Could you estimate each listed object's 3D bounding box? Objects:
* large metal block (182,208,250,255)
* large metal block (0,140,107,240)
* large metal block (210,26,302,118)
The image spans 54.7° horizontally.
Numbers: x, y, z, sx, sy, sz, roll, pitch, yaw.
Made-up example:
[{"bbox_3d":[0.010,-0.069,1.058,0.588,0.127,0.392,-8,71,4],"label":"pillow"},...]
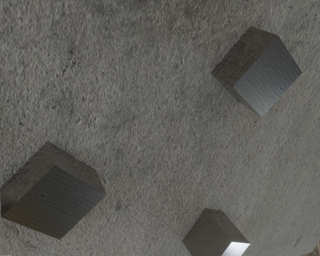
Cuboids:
[{"bbox_3d":[0.097,0.203,0.550,0.050,0.080,0.080,21,107,-36],"label":"large metal block"},{"bbox_3d":[-0.126,0.075,0.368,0.080,0.050,0.080,-44,129,3],"label":"large metal block"},{"bbox_3d":[0.130,-0.074,0.416,0.080,0.050,0.080,-50,129,7],"label":"large metal block"}]
